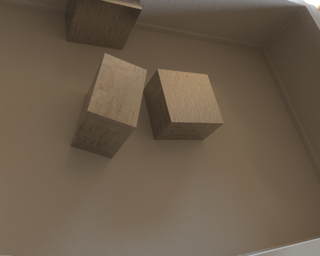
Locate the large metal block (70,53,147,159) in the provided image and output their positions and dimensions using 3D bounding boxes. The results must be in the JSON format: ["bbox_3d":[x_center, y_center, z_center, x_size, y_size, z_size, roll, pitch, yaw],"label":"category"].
[{"bbox_3d":[-0.059,-0.023,0.354,0.050,0.080,0.080,20,54,-17],"label":"large metal block"}]

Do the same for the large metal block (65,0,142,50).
[{"bbox_3d":[-0.081,-0.158,0.425,0.081,0.080,0.050,2,61,-28],"label":"large metal block"}]

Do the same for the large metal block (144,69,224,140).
[{"bbox_3d":[0.030,-0.030,0.426,0.081,0.050,0.080,1,61,-28],"label":"large metal block"}]
